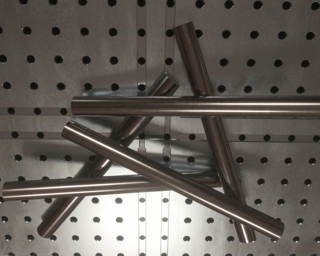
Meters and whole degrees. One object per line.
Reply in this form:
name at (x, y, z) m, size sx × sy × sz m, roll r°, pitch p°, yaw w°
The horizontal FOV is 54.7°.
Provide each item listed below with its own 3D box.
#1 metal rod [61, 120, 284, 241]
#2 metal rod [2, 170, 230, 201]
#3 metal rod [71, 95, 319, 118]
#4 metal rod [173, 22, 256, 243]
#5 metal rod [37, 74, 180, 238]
metal rod at (0.016, 0.066, 0.396) m, size 0.301 × 0.025 × 0.025 m, roll 26°, pitch 108°, yaw 0°
metal rod at (-0.048, 0.076, 0.419) m, size 0.302 × 0.025 × 0.025 m, roll -2°, pitch 110°, yaw -8°
metal rod at (0.042, -0.026, 0.367) m, size 0.301 × 0.025 × 0.025 m, roll 1°, pitch 111°, yaw 9°
metal rod at (0.074, 0.015, 0.401) m, size 0.025 × 0.025 × 0.298 m, roll -18°, pitch 102°, yaw 6°
metal rod at (-0.079, 0.048, 0.429) m, size 0.025 × 0.025 × 0.299 m, roll 38°, pitch 105°, yaw -13°
